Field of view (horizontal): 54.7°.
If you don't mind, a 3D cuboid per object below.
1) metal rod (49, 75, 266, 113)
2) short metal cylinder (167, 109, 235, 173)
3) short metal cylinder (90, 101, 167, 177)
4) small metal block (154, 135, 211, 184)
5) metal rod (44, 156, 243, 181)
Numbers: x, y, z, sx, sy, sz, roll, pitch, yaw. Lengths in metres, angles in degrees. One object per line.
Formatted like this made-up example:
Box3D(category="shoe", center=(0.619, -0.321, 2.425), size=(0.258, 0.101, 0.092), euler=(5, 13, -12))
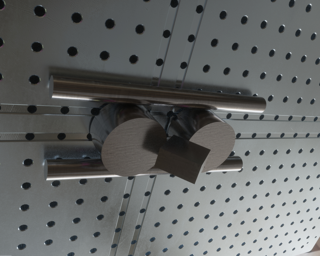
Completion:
Box3D(category="metal rod", center=(0.019, -0.038, 0.394), size=(0.303, 0.025, 0.025), euler=(2, 118, -29))
Box3D(category="short metal cylinder", center=(0.057, 0.015, 0.431), size=(0.081, 0.050, 0.079), euler=(-14, 124, -21))
Box3D(category="short metal cylinder", center=(-0.039, 0.012, 0.377), size=(0.081, 0.050, 0.079), euler=(-14, 124, -21))
Box3D(category="small metal block", center=(0.028, 0.036, 0.368), size=(0.050, 0.050, 0.025), euler=(-40, 149, -64))
Box3D(category="metal rod", center=(-0.003, 0.054, 0.439), size=(0.303, 0.025, 0.025), euler=(2, 118, -30))
